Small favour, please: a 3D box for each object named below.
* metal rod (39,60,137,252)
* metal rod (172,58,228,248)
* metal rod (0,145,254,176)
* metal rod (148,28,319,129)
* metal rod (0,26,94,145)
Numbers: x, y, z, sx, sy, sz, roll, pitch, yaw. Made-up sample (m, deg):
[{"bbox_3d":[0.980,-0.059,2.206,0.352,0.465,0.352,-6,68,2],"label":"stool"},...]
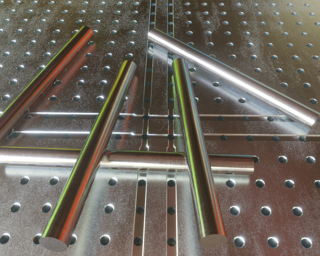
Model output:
[{"bbox_3d":[-0.070,0.002,0.377,0.025,0.025,0.300,6,42,5],"label":"metal rod"},{"bbox_3d":[0.039,-0.001,0.381,0.025,0.025,0.300,-2,42,-2],"label":"metal rod"},{"bbox_3d":[-0.041,0.039,0.374,0.302,0.025,0.025,2,50,1],"label":"metal rod"},{"bbox_3d":[0.098,-0.086,0.480,0.300,0.025,0.025,35,58,26],"label":"metal rod"},{"bbox_3d":[-0.179,-0.061,0.458,0.025,0.025,0.301,15,52,12],"label":"metal rod"}]
